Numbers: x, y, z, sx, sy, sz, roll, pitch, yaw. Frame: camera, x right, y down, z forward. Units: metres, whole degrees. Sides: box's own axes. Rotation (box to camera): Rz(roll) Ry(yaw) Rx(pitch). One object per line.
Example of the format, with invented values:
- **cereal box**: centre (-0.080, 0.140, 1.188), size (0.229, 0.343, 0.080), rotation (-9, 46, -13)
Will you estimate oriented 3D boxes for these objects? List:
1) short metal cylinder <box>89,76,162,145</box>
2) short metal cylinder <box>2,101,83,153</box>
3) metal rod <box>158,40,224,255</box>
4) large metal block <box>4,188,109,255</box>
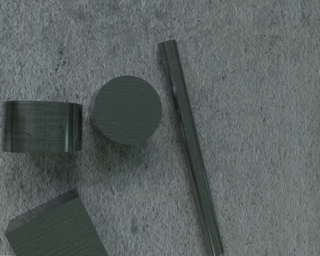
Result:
- **short metal cylinder**: centre (-0.044, -0.021, 0.380), size (0.081, 0.050, 0.080), rotation (0, 90, -20)
- **short metal cylinder**: centre (-0.125, -0.001, 0.334), size (0.081, 0.080, 0.050), rotation (1, 90, -20)
- **metal rod**: centre (0.044, 0.031, 0.425), size (0.025, 0.025, 0.298), rotation (-15, 95, -19)
- **large metal block**: centre (-0.115, 0.127, 0.354), size (0.081, 0.050, 0.080), rotation (-26, 99, -18)
